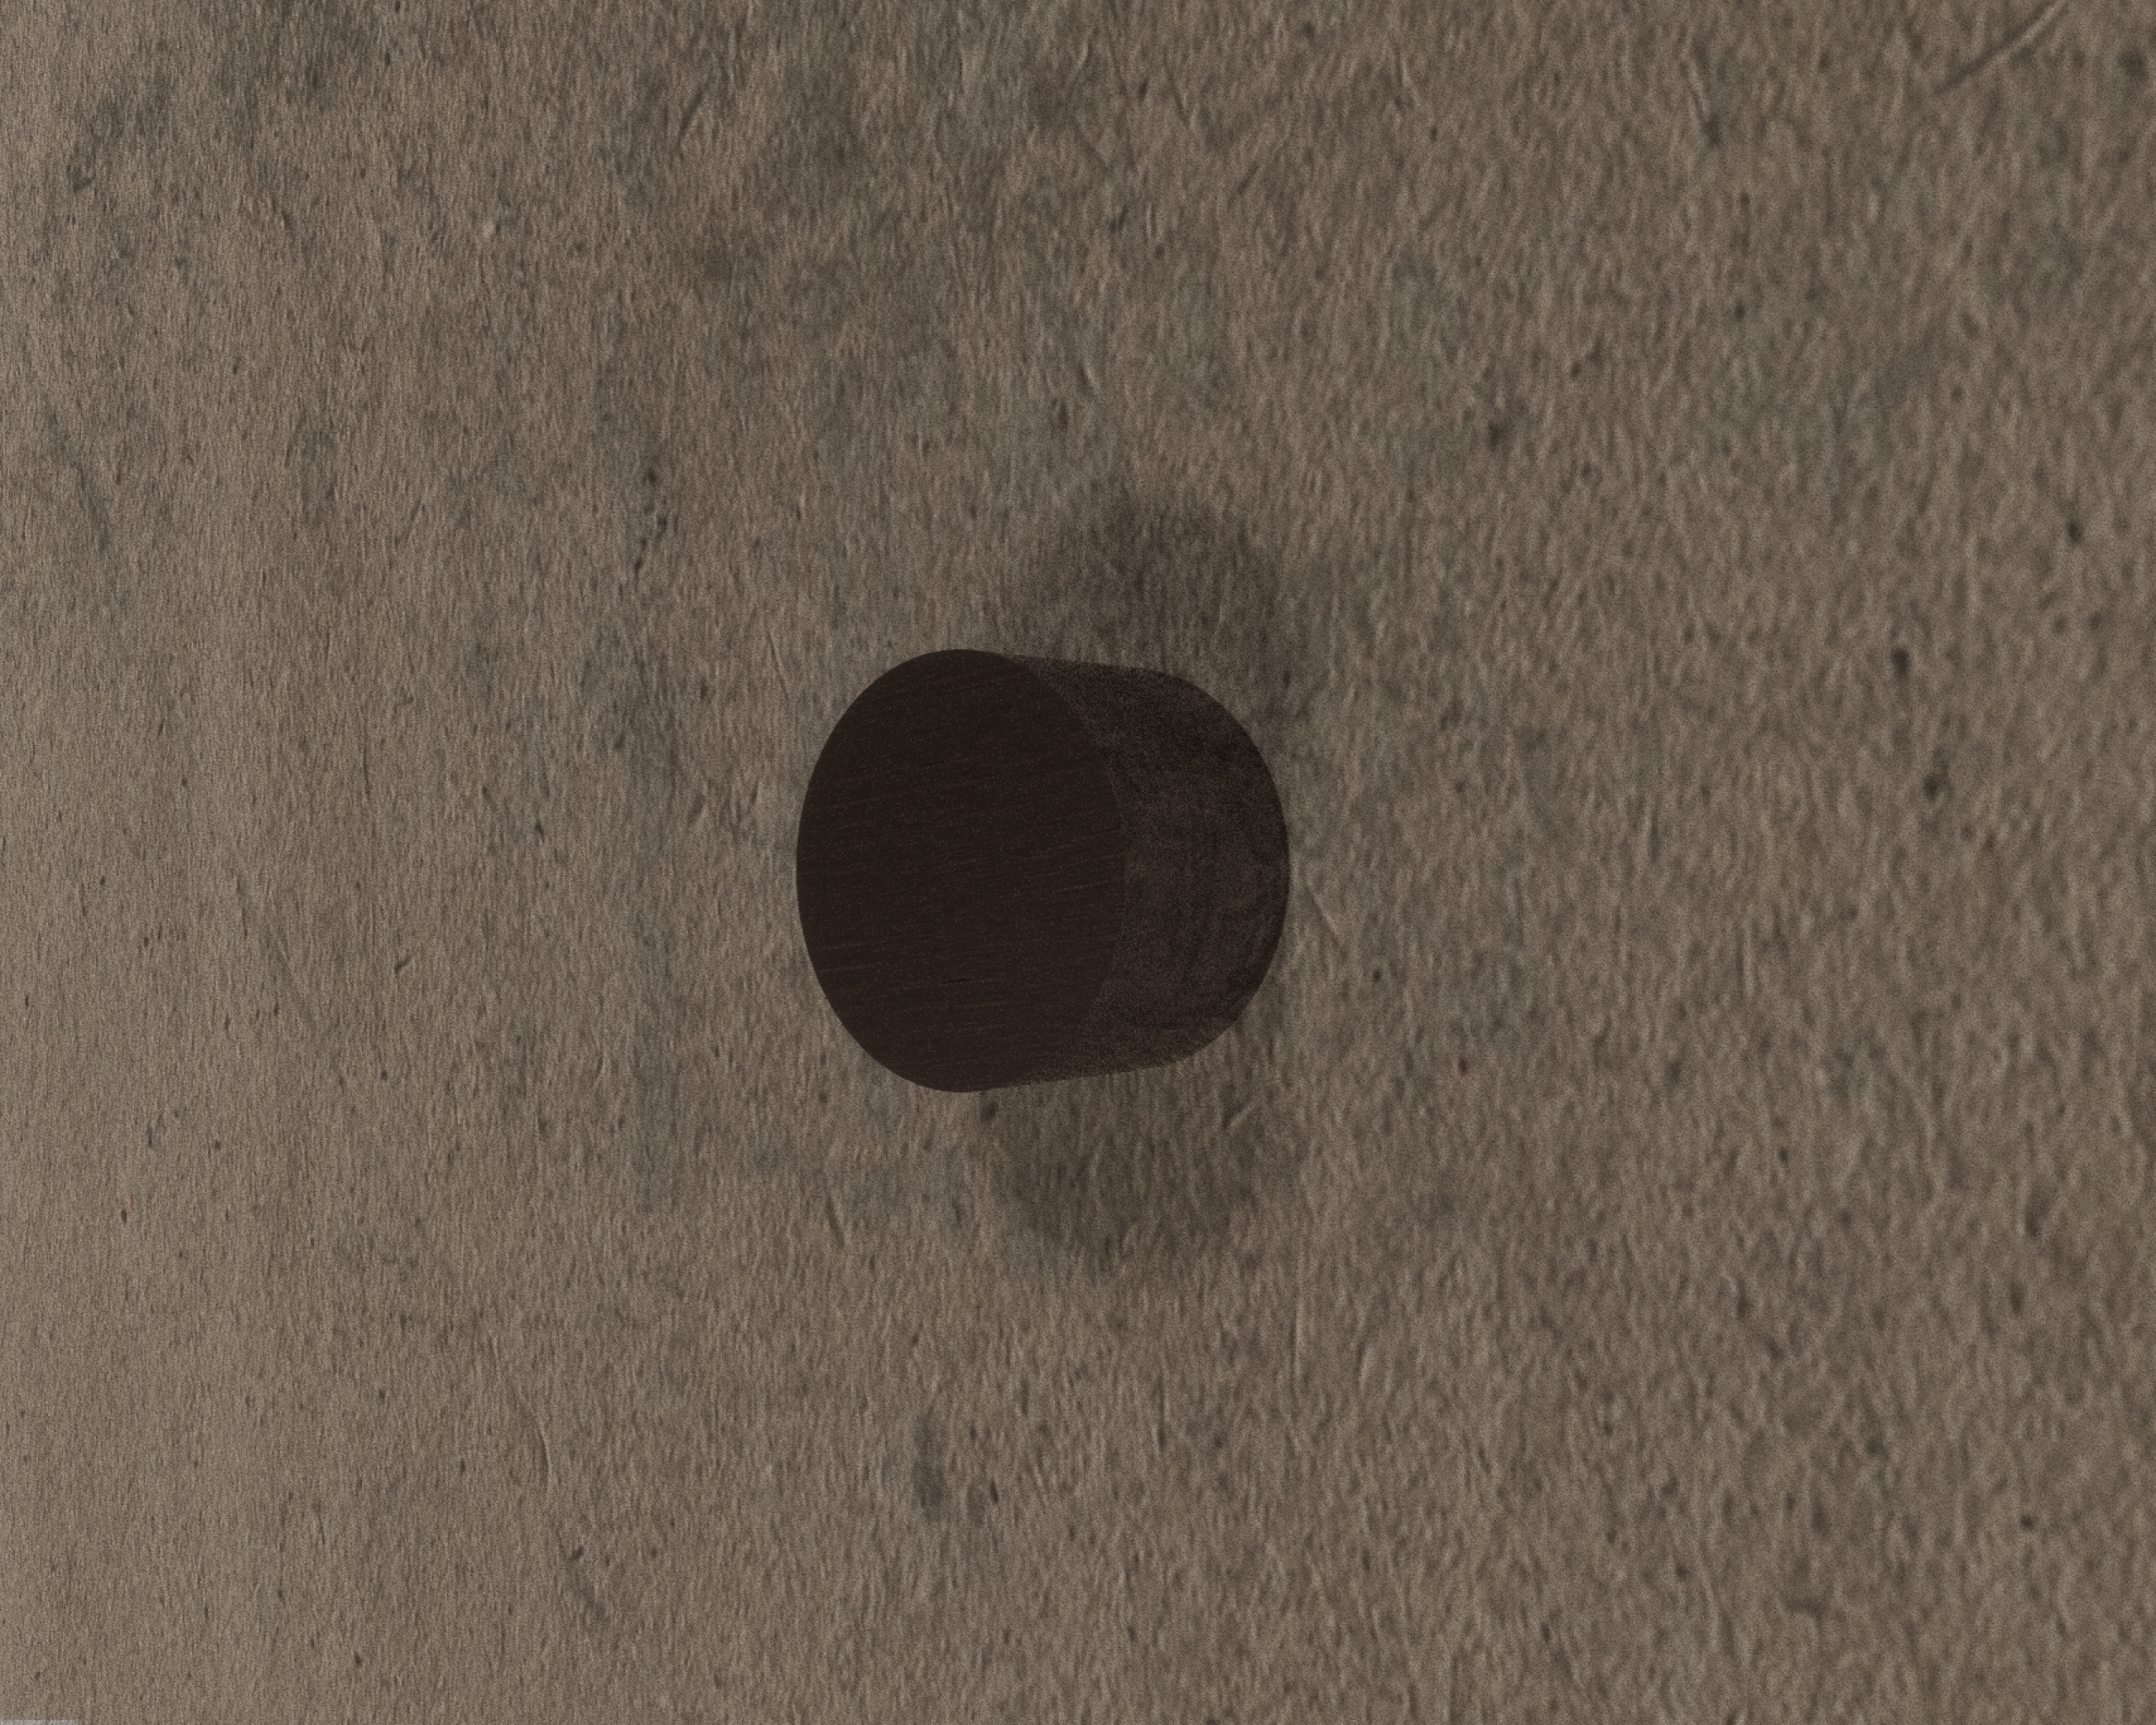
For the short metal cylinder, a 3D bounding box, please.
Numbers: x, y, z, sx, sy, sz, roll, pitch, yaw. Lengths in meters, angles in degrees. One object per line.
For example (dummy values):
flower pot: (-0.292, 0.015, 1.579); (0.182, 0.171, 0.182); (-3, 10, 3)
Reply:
short metal cylinder: (-0.007, 0.001, 0.394); (0.080, 0.050, 0.079); (0, 90, 39)
